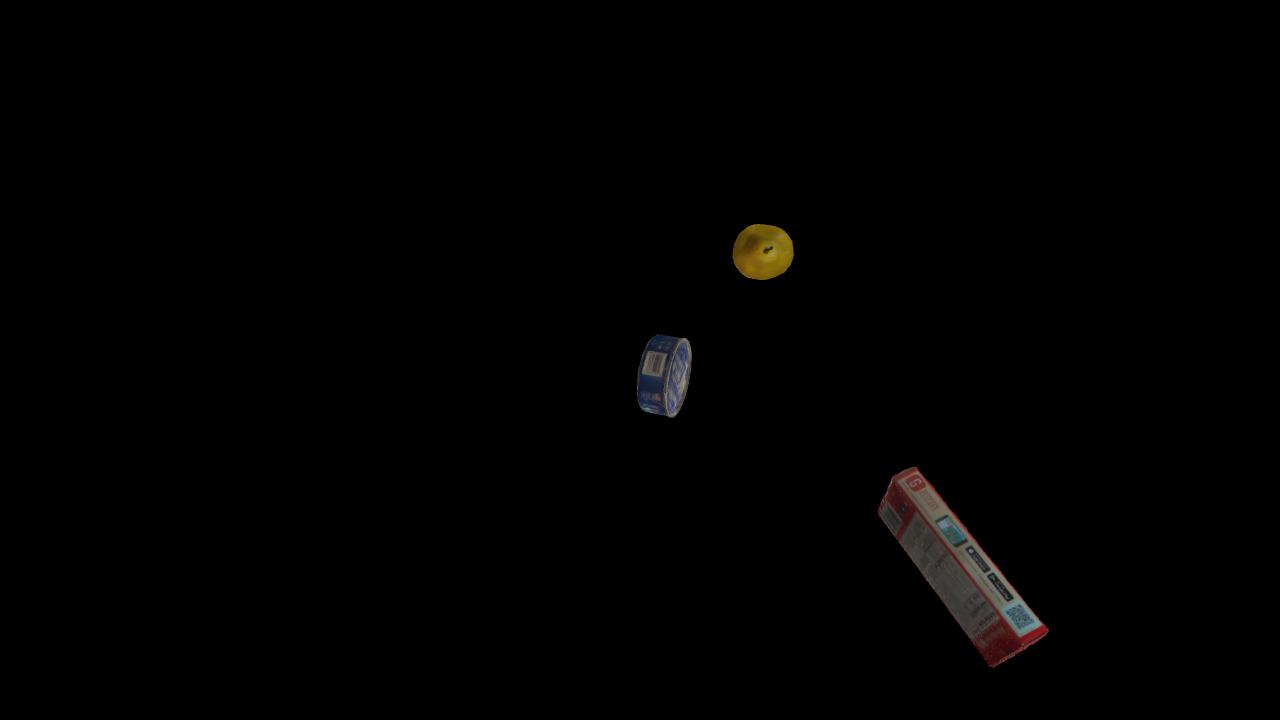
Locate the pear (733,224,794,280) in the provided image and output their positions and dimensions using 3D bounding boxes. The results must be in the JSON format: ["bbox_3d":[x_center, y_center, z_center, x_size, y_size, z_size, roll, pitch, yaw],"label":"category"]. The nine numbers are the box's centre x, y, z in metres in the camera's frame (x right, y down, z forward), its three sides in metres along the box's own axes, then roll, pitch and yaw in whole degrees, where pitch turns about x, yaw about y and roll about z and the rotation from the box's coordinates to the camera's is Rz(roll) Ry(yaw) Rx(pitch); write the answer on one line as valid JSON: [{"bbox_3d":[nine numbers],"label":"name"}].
[{"bbox_3d":[0.157,-0.139,0.799,0.080,0.080,0.111,0,10,18],"label":"pear"}]

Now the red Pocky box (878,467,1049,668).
[{"bbox_3d":[0.267,0.175,0.527,0.028,0.155,0.083,-23,-36,-8],"label":"red Pocky box"}]

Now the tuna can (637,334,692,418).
[{"bbox_3d":[0.026,0.016,0.641,0.034,0.084,0.084,9,3,19],"label":"tuna can"}]
